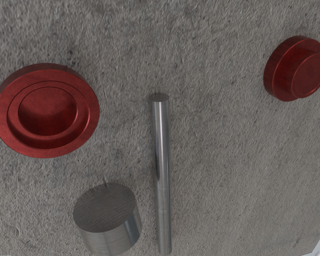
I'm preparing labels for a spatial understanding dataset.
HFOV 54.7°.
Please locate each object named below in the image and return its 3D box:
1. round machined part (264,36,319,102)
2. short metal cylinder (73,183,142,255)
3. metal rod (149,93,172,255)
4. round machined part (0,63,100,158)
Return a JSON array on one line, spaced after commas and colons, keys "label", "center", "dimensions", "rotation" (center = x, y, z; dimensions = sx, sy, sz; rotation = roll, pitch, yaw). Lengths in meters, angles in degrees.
[{"label": "round machined part", "center": [0.206, -0.083, 0.458], "dimensions": [0.099, 0.042, 0.097], "rotation": [-14, 124, -21]}, {"label": "short metal cylinder", "center": [-0.067, 0.119, 0.408], "dimensions": [0.081, 0.080, 0.050], "rotation": [-20, 126, -16]}, {"label": "metal rod", "center": [0.004, 0.087, 0.463], "dimensions": [0.025, 0.025, 0.298], "rotation": [-16, 125, -20]}, {"label": "round machined part", "center": [-0.116, -0.020, 0.320], "dimensions": [0.099, 0.042, 0.097], "rotation": [-14, 124, -21]}]
